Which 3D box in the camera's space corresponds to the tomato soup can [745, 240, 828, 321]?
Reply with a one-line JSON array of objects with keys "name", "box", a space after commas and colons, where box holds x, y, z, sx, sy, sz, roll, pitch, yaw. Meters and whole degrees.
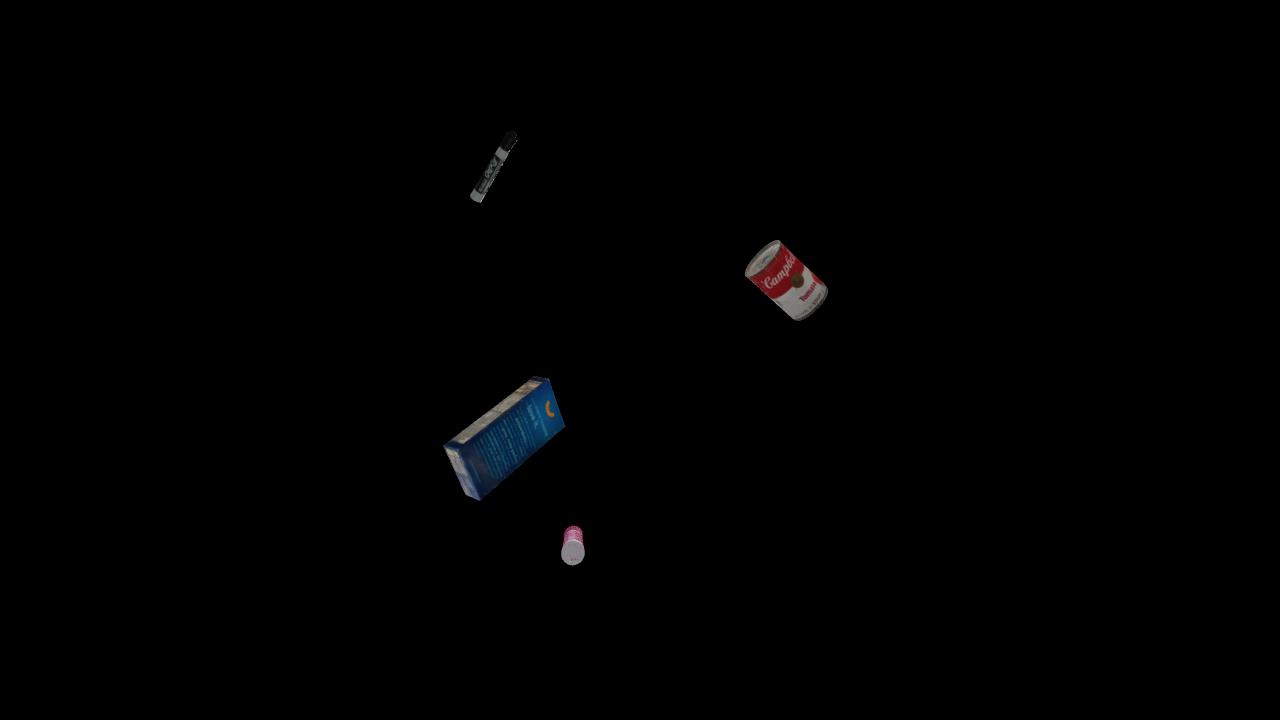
[{"name": "tomato soup can", "box": [0.207, -0.111, 0.869, 0.101, 0.068, 0.068, 40, -13, -16]}]

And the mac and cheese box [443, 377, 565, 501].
[{"name": "mac and cheese box", "box": [-0.194, 0.111, 0.909, 0.041, 0.093, 0.184, 7, 34, 38]}]

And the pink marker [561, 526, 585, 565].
[{"name": "pink marker", "box": [-0.060, 0.163, 0.549, 0.020, 0.020, 0.121, 0, -9, -6]}]

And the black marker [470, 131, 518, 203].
[{"name": "black marker", "box": [-0.217, -0.288, 0.914, 0.020, 0.020, 0.121, 0, -43, -52]}]
